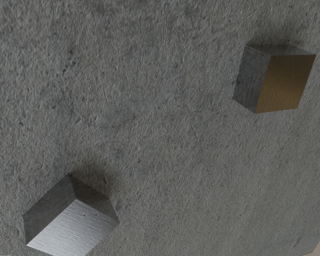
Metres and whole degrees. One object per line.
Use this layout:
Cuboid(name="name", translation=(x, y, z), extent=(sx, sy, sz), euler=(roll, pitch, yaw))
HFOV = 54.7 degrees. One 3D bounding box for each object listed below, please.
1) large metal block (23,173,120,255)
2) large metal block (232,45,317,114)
Cuboid(name="large metal block", translation=(-0.114, 0.118, 0.401), extent=(0.080, 0.050, 0.080), euler=(-43, 129, 2))
Cuboid(name="large metal block", translation=(0.157, -0.070, 0.433), extent=(0.081, 0.050, 0.079), euler=(-7, 122, -25))
